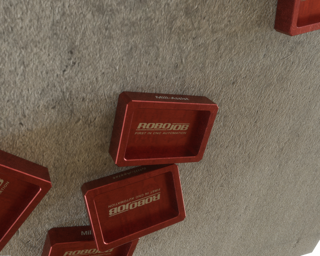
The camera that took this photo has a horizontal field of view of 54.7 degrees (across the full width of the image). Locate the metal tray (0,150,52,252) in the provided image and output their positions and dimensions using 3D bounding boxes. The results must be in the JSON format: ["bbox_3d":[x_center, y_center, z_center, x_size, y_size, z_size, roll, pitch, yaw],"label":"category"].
[{"bbox_3d":[-0.198,0.088,0.349,0.090,0.030,0.130,33,100,-39],"label":"metal tray"}]

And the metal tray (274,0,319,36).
[{"bbox_3d":[0.217,-0.181,0.410,0.131,0.030,0.089,-18,126,-18],"label":"metal tray"}]

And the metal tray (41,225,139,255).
[{"bbox_3d":[-0.106,0.189,0.462,0.131,0.030,0.089,7,115,-32],"label":"metal tray"}]

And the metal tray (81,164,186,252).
[{"bbox_3d":[-0.033,0.104,0.429,0.131,0.030,0.089,-15,105,-21],"label":"metal tray"}]

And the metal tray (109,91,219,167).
[{"bbox_3d":[0.006,0.002,0.406,0.131,0.030,0.089,0,117,-29],"label":"metal tray"}]
